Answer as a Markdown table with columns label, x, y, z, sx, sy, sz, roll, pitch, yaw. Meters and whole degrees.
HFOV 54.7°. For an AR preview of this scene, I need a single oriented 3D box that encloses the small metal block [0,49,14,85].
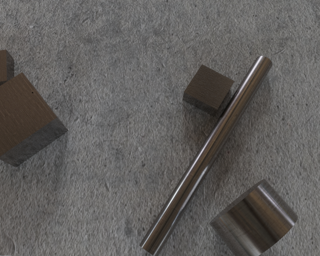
| label | x | y | z | sx | sy | sz | roll | pitch | yaw |
| --- | --- | --- | --- | --- | --- | --- | --- | --- | --- |
| small metal block | -0.235 | -0.078 | 0.434 | 0.050 | 0.025 | 0.050 | -10 | 70 | -4 |

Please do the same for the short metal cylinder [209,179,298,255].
| label | x | y | z | sx | sy | sz | roll | pitch | yaw |
| --- | --- | --- | --- | --- | --- | --- | --- | --- | --- |
| short metal cylinder | 0.102 | 0.101 | 0.343 | 0.080 | 0.080 | 0.050 | -36 | 74 | -12 |

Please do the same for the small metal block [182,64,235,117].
| label | x | y | z | sx | sy | sz | roll | pitch | yaw |
| --- | --- | --- | --- | --- | --- | --- | --- | --- | --- |
| small metal block | 0.066 | -0.052 | 0.428 | 0.050 | 0.025 | 0.050 | 30 | 72 | 10 |

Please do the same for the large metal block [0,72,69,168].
| label | x | y | z | sx | sy | sz | roll | pitch | yaw |
| --- | --- | --- | --- | --- | --- | --- | --- | --- | --- |
| large metal block | -0.180 | -0.010 | 0.396 | 0.080 | 0.050 | 0.080 | -38 | 75 | -13 |

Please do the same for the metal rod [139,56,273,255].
| label | x | y | z | sx | sy | sz | roll | pitch | yaw |
| --- | --- | --- | --- | --- | --- | --- | --- | --- | --- |
| metal rod | 0.068 | 0.024 | 0.400 | 0.025 | 0.025 | 0.300 | 31 | 73 | 10 |
